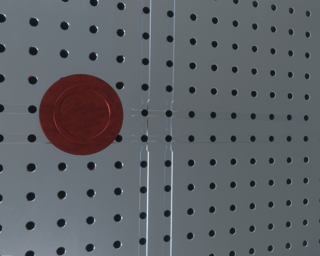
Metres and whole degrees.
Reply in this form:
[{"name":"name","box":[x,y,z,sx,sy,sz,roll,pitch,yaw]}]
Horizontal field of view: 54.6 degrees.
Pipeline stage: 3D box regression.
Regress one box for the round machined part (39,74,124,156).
[{"name":"round machined part","box":[-0.092,-0.016,0.370,0.099,0.042,0.097,0,90,-20]}]
